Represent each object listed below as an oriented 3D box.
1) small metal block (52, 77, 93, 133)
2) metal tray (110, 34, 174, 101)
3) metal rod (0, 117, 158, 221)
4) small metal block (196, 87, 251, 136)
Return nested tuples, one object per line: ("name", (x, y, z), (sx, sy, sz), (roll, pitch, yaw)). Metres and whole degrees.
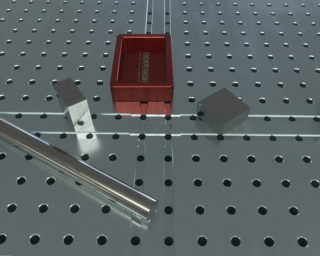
("small metal block", (-0.116, -0.031, 0.416), (0.025, 0.050, 0.050), (-27, 55, -21))
("metal tray", (-0.026, -0.098, 0.486), (0.091, 0.030, 0.130), (0, 50, -1))
("metal rod", (-0.139, 0.031, 0.379), (0.301, 0.025, 0.025), (24, 54, 18))
("small metal block", (0.087, -0.023, 0.428), (0.050, 0.025, 0.050), (-29, 56, -23))
